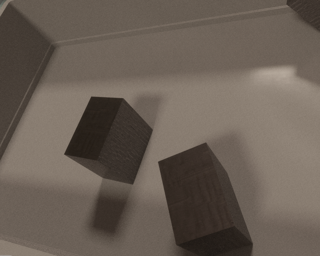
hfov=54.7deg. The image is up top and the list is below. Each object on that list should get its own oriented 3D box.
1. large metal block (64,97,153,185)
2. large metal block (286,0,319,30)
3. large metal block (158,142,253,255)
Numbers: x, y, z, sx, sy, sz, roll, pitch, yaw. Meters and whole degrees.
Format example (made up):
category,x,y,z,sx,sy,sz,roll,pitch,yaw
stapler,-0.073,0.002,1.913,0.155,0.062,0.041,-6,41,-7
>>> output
category,x,y,z,sx,sy,sz,roll,pitch,yaw
large metal block,-0.060,0.016,0.390,0.050,0.080,0.080,6,65,30
large metal block,0.202,-0.154,0.338,0.080,0.080,0.050,-26,41,60
large metal block,0.045,0.073,0.301,0.050,0.080,0.080,-24,53,14
